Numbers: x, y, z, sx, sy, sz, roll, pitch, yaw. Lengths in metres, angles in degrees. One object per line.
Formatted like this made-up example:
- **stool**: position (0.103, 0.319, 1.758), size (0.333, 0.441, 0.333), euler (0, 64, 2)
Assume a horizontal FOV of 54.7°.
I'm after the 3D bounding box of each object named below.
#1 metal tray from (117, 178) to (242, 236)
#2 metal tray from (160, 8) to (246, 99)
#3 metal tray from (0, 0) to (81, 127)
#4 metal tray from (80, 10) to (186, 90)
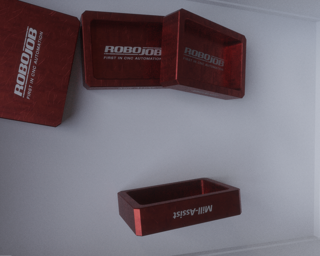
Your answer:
- **metal tray**: position (0.021, 0.092, 0.383), size (0.131, 0.090, 0.030), euler (-6, 92, -20)
- **metal tray**: position (0.061, -0.090, 0.405), size (0.131, 0.030, 0.089), euler (5, 86, -39)
- **metal tray**: position (-0.149, -0.071, 0.353), size (0.091, 0.030, 0.129), euler (11, 86, -20)
- **metal tray**: position (-0.032, -0.096, 0.395), size (0.131, 0.030, 0.089), euler (-4, 91, -20)
